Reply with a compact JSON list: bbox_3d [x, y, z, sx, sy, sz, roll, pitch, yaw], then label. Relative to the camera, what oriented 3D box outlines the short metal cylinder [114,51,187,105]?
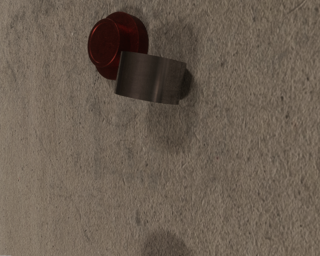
[{"bbox_3d":[-0.012,-0.060,0.377,0.080,0.081,0.050,17,101,38],"label":"short metal cylinder"}]

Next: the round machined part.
[{"bbox_3d":[-0.067,-0.118,0.447,0.098,0.042,0.097,0,90,39],"label":"round machined part"}]
